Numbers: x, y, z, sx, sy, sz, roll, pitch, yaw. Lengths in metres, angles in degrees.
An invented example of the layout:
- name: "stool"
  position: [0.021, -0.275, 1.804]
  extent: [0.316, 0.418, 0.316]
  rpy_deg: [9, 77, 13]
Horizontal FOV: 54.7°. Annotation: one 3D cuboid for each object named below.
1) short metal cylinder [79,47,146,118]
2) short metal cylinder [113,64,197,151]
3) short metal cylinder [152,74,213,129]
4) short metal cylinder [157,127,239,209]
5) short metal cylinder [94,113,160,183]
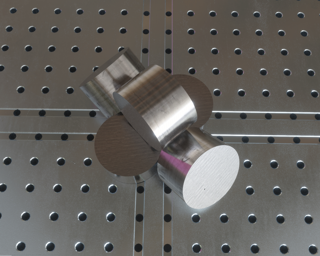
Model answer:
- name: "short metal cylinder"
  position: [-0.055, -0.058, 0.396]
  extent: [0.080, 0.080, 0.050]
  rpy_deg: [-44, 110, -15]
- name: "short metal cylinder"
  position: [-0.006, -0.021, 0.336]
  extent: [0.050, 0.080, 0.080]
  rpy_deg: [-40, 75, -13]
- name: "short metal cylinder"
  position: [0.026, -0.023, 0.406]
  extent: [0.081, 0.050, 0.080]
  rpy_deg: [0, 70, 0]
- name: "short metal cylinder"
  position: [0.044, 0.045, 0.359]
  extent: [0.080, 0.080, 0.050]
  rpy_deg: [-39, 39, -13]
- name: "short metal cylinder"
  position: [-0.037, 0.026, 0.388]
  extent: [0.081, 0.050, 0.080]
  rpy_deg: [0, 70, 0]
